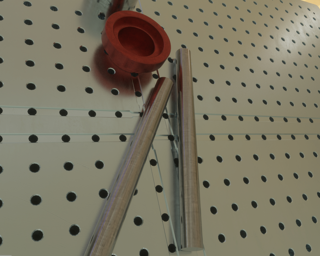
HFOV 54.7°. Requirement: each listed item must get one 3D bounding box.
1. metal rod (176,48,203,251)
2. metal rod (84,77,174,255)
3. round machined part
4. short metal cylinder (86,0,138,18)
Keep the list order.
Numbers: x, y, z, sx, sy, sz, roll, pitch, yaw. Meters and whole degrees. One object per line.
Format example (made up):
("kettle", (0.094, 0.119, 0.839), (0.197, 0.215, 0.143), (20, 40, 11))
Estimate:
("metal rod", (0.037, 0.007, 0.422), (0.025, 0.025, 0.299), (14, 56, -21))
("metal rod", (-0.033, 0.048, 0.360), (0.025, 0.025, 0.300), (28, 52, -11))
("round machined part", (-0.037, -0.119, 0.450), (0.099, 0.042, 0.098), (14, 56, -21))
("short metal cylinder", (-0.072, -0.218, 0.486), (0.081, 0.050, 0.080), (14, 56, -21))
